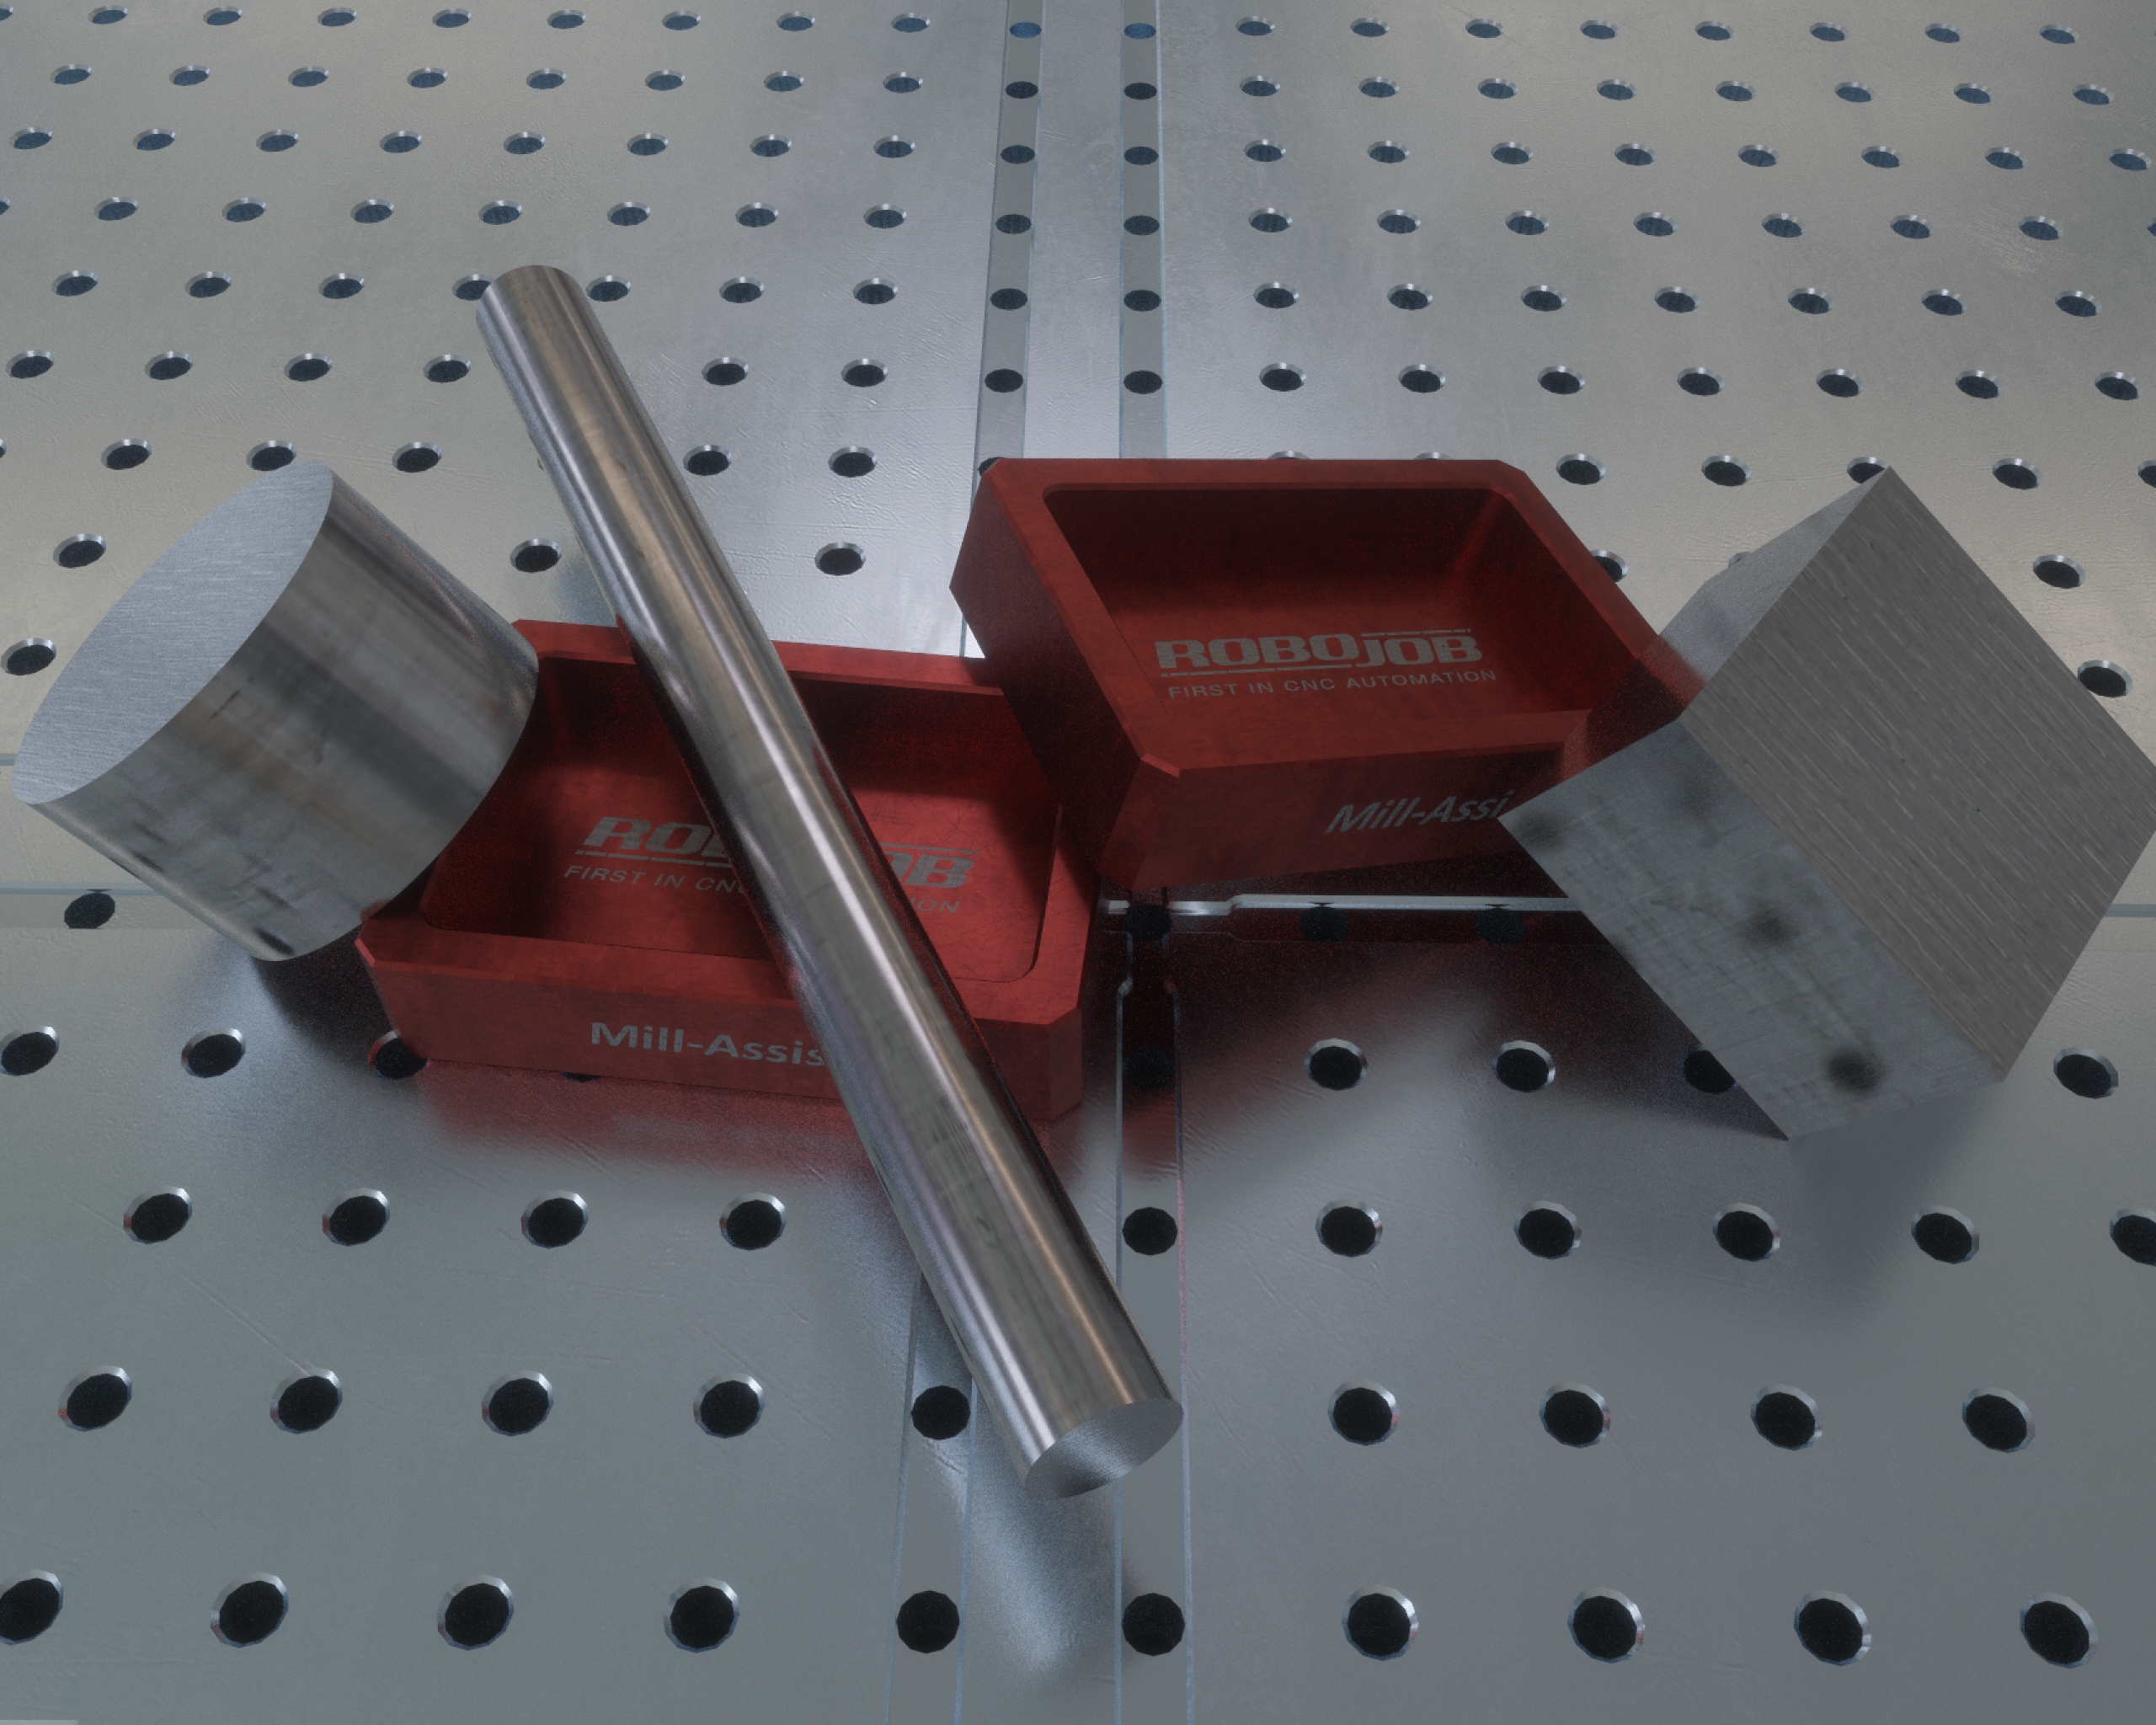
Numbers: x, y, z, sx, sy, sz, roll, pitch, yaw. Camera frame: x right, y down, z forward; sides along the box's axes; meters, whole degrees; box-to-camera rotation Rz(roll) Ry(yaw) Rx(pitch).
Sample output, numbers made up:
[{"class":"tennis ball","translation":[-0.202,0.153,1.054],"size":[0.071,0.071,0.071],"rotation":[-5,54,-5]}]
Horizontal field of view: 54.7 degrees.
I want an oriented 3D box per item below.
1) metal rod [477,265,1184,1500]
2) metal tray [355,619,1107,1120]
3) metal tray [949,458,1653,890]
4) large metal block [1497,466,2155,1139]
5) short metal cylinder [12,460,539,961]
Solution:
[{"class":"metal rod","translation":[-0.060,-0.020,0.385],"size":[0.025,0.025,0.300],"rotation":[-20,53,-16]},{"class":"metal tray","translation":[-0.059,-0.001,0.404],"size":[0.131,0.030,0.090],"rotation":[5,50,4]},{"class":"metal tray","translation":[0.051,-0.042,0.415],"size":[0.131,0.030,0.090],"rotation":[-5,48,-26]},{"class":"large metal block","translation":[0.138,-0.010,0.378],"size":[0.080,0.050,0.080],"rotation":[47,60,-3]},{"class":"short metal cylinder","translation":[-0.149,-0.029,0.391],"size":[0.080,0.050,0.080],"rotation":[-25,40,24]}]
